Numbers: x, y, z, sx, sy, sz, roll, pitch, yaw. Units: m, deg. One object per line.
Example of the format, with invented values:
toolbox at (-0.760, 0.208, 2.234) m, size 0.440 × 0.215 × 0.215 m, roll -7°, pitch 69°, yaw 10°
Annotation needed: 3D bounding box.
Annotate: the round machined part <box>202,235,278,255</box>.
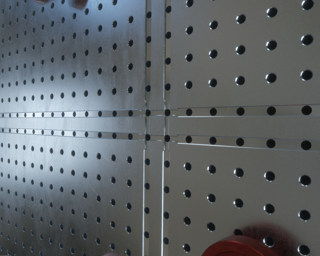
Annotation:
round machined part at (0.091, 0.161, 0.322) m, size 0.098 × 0.042 × 0.097 m, roll 0°, pitch 90°, yaw 39°
